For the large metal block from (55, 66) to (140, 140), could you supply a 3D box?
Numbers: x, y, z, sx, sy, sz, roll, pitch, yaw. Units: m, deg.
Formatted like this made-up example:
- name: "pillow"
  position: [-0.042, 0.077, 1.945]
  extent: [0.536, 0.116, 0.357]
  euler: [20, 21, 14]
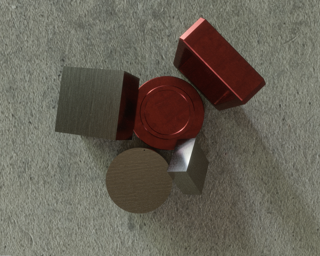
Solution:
- name: "large metal block"
  position: [-0.076, -0.030, 0.385]
  extent: [0.080, 0.050, 0.079]
  euler: [7, 90, 16]

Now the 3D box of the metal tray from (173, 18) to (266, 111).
- name: "metal tray"
  position: [0.060, -0.065, 0.358]
  extent: [0.030, 0.130, 0.090]
  euler: [-44, 91, 0]

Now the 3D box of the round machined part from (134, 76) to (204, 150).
- name: "round machined part"
  position: [0.009, -0.020, 0.404]
  extent: [0.099, 0.042, 0.097]
  euler: [0, 90, -1]

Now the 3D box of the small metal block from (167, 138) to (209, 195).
- name: "small metal block"
  position: [0.037, 0.049, 0.388]
  extent: [0.025, 0.050, 0.050]
  euler: [-6, 135, 30]

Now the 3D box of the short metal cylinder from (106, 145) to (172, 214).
- name: "short metal cylinder"
  position: [-0.025, 0.063, 0.399]
  extent: [0.081, 0.050, 0.079]
  euler: [0, 90, -1]
